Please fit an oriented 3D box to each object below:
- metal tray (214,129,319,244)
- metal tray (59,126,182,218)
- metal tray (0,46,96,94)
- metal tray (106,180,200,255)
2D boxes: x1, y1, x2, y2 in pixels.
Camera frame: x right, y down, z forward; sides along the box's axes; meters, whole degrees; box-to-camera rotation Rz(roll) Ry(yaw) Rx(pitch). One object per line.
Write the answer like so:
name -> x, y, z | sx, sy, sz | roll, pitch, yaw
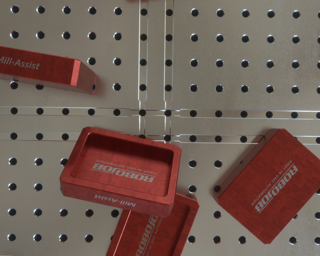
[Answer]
metal tray -> 0.148, 0.075, 0.413 | 0.090, 0.030, 0.130 | 42, 90, -1
metal tray -> -0.044, 0.052, 0.383 | 0.131, 0.030, 0.090 | 13, 45, -1
metal tray -> -0.154, -0.071, 0.378 | 0.131, 0.090, 0.030 | 10, 90, -1
metal tray -> -0.012, 0.140, 0.410 | 0.090, 0.030, 0.129 | 21, 90, -1
